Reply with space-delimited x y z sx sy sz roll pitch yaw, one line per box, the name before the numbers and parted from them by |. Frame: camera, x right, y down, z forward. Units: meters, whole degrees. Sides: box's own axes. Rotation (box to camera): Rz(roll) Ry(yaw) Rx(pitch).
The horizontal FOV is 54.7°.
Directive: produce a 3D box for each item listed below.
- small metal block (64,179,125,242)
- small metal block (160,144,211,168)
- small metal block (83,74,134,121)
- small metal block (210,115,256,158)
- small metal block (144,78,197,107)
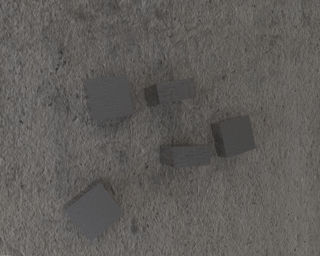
small metal block | -0.081 0.100 0.379 0.050 0.025 0.050 -39 103 -16
small metal block | 0.032 0.035 0.407 0.050 0.050 0.025 -1 91 -20
small metal block | -0.064 -0.037 0.385 0.050 0.025 0.050 -11 94 -20
small metal block | 0.106 0.011 0.448 0.050 0.025 0.050 -15 95 -20
small metal block | 0.012 -0.046 0.400 0.050 0.050 0.025 -12 95 -20
